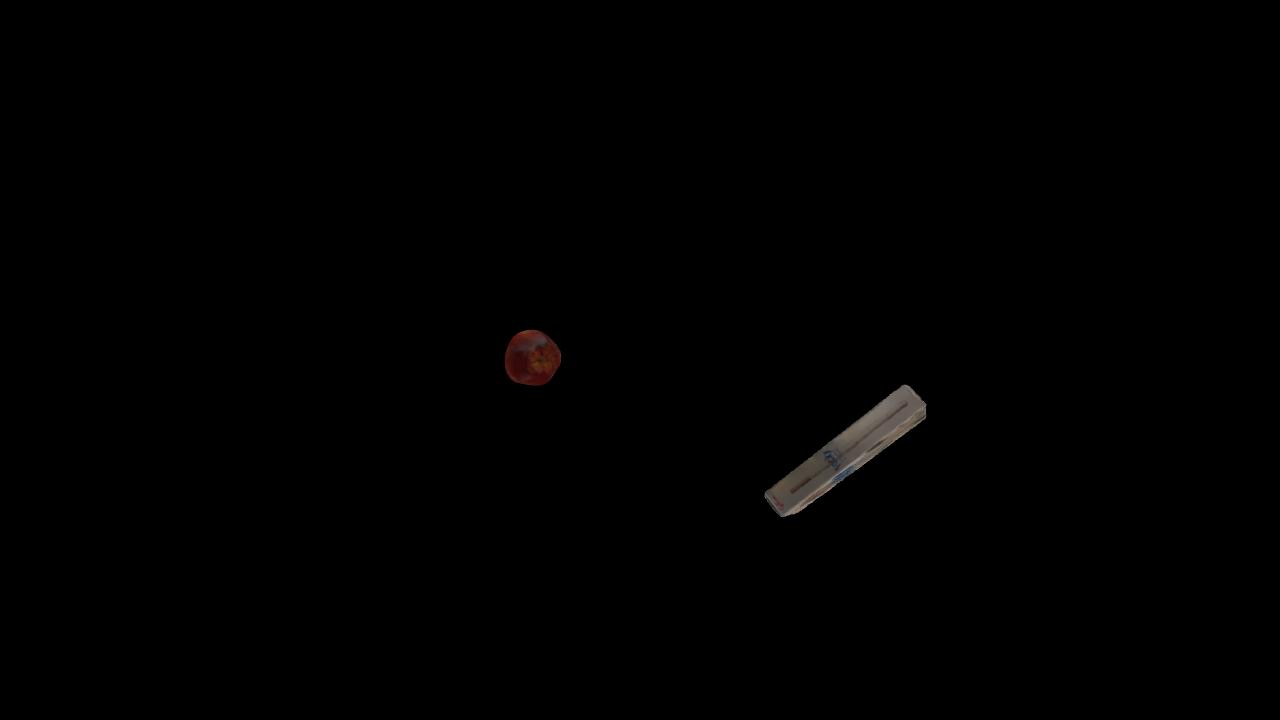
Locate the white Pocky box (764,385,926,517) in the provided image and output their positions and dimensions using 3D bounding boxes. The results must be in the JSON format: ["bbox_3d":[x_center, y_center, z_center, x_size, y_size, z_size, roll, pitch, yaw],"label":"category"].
[{"bbox_3d":[0.186,0.084,0.553,0.154,0.028,0.084,-41,-24,12],"label":"white Pocky box"}]

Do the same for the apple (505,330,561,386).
[{"bbox_3d":[-0.148,-0.002,0.846,0.079,0.079,0.093,0,8,-27],"label":"apple"}]
